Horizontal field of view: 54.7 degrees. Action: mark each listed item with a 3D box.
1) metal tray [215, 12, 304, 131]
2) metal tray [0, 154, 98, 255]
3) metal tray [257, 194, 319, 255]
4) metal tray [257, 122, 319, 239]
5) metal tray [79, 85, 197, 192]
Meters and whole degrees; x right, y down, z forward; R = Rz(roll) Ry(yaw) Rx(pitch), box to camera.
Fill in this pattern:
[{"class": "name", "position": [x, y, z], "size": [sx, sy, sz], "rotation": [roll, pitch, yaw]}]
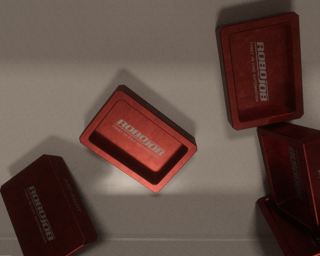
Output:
[{"class": "metal tray", "position": [0.124, -0.068, 0.385], "size": [0.090, 0.030, 0.129], "rotation": [-11, 110, 3]}, {"class": "metal tray", "position": [-0.150, 0.112, 0.410], "size": [0.090, 0.030, 0.130], "rotation": [-35, 70, 11]}, {"class": "metal tray", "position": [0.191, 0.124, 0.404], "size": [0.090, 0.130, 0.030], "rotation": [-26, 108, 9]}, {"class": "metal tray", "position": [0.172, 0.060, 0.392], "size": [0.030, 0.090, 0.129], "rotation": [-20, 105, -12]}, {"class": "metal tray", "position": [-0.027, 0.016, 0.414], "size": [0.130, 0.030, 0.090], "rotation": [37, 106, -13]}]
